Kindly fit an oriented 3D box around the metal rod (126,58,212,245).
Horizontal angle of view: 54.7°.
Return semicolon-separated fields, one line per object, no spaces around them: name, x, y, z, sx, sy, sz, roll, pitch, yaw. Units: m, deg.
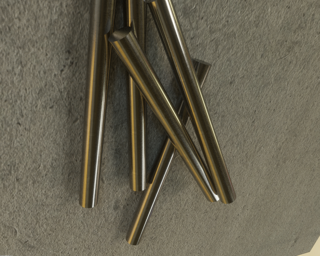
metal rod;0.005;0.048;0.440;0.025;0.025;0.298;6;115;-32

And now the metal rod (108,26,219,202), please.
metal rod;0.023;0.008;0.392;0.025;0.025;0.299;-36;130;-5

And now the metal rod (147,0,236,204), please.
metal rod;0.050;-0.014;0.390;0.025;0.025;0.299;-29;121;-10

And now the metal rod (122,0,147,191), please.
metal rod;-0.028;-0.045;0.364;0.025;0.025;0.298;-13;124;-22

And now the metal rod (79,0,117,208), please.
metal rod;-0.072;-0.031;0.349;0.025;0.025;0.298;-4;121;-27
